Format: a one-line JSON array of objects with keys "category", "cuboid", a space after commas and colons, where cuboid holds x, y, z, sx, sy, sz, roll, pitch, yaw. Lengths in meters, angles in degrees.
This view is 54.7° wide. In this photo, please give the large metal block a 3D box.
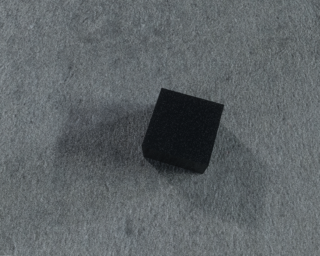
[{"category": "large metal block", "cuboid": [0.029, 0.005, 0.394, 0.080, 0.050, 0.080, 16, 71, 5]}]
